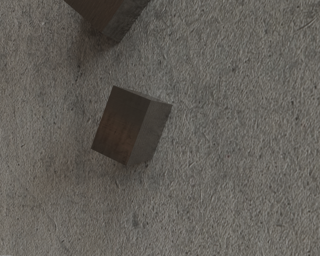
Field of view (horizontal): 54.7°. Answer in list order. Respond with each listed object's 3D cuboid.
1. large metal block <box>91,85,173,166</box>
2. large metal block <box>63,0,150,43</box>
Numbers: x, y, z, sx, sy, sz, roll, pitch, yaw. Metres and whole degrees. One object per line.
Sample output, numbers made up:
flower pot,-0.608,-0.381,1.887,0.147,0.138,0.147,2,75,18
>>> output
large metal block,-0.032,-0.003,0.391,0.050,0.080,0.080,23,98,18
large metal block,-0.070,-0.178,0.420,0.080,0.050,0.080,42,103,15
